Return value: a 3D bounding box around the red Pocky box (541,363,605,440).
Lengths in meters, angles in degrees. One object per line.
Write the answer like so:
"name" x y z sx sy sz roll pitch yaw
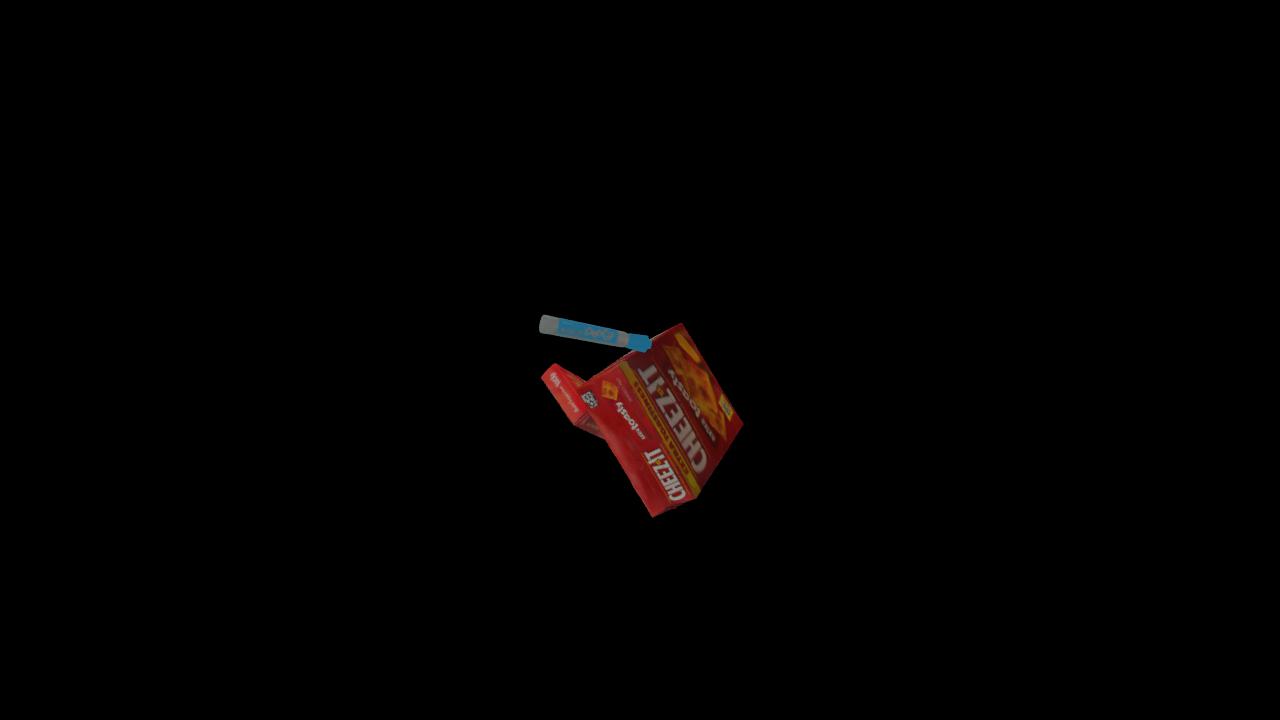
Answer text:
"red Pocky box" -0.049 0.062 0.738 0.083 0.028 0.155 51 8 33

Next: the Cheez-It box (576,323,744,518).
"Cheez-It box" 0.034 0.059 0.739 0.071 0.166 0.223 -31 2 27

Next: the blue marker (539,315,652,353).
"blue marker" -0.043 -0.026 0.634 0.121 0.020 0.020 11 -4 -24
